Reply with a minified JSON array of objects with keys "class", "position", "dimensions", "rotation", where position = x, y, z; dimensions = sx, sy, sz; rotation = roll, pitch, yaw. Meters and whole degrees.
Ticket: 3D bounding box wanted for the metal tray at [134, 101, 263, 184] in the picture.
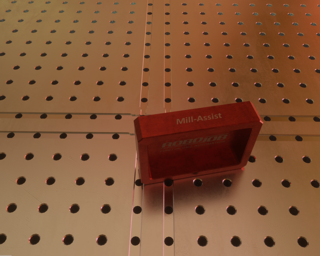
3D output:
[{"class":"metal tray","position":[0.040,0.019,0.350],"dimensions":[0.131,0.089,0.030],"rotation":[-8,51,-8]}]
